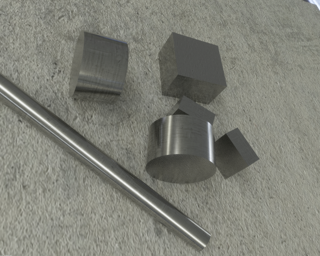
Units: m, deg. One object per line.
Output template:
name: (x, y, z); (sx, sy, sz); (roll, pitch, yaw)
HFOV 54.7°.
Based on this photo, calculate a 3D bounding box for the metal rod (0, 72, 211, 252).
metal rod: (-0.069, 0.037, 0.344); (0.301, 0.025, 0.025); (38, 51, -3)

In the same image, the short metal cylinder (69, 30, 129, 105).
short metal cylinder: (-0.075, -0.071, 0.372); (0.050, 0.080, 0.080); (9, 58, -24)

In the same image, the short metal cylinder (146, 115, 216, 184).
short metal cylinder: (0.025, 0.027, 0.367); (0.081, 0.080, 0.050); (16, 55, -20)

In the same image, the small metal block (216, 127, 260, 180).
small metal block: (0.097, 0.035, 0.421); (0.025, 0.050, 0.050); (-22, 74, -36)

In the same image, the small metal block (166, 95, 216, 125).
small metal block: (0.037, -0.009, 0.415); (0.050, 0.050, 0.025); (30, 52, -10)

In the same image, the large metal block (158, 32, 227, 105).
large metal block: (0.047, -0.089, 0.469); (0.081, 0.050, 0.080); (9, 58, -24)
